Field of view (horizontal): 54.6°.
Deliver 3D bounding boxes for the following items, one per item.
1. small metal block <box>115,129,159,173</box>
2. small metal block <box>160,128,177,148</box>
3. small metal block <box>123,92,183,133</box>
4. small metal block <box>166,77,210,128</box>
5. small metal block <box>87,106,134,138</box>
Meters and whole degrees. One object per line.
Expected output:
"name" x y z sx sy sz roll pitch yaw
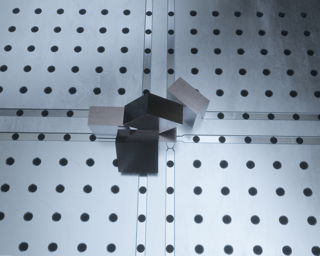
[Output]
"small metal block" -0.027 0.029 0.385 0.050 0.050 0.025 1 38 0
"small metal block" -0.004 -0.001 0.412 0.050 0.025 0.050 2 70 0
"small metal block" -0.008 -0.015 0.367 0.050 0.050 0.025 16 66 -34
"small metal block" 0.035 -0.032 0.411 0.050 0.050 0.025 41 75 13
"small metal block" -0.062 -0.006 0.400 0.050 0.050 0.025 1 71 1
